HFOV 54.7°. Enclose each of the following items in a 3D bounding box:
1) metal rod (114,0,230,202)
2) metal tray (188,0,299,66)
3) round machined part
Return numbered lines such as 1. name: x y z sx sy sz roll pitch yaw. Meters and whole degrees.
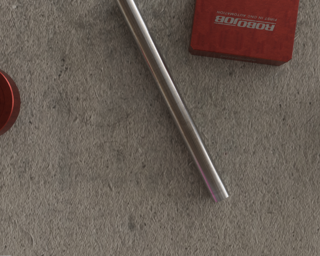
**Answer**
1. metal rod: 0.016 -0.042 0.410 0.025 0.025 0.299 -26 90 0
2. metal tray: 0.109 -0.136 0.409 0.131 0.030 0.089 7 90 -1
3. round machined part: -0.229 -0.033 0.398 0.099 0.042 0.097 0 90 -1
